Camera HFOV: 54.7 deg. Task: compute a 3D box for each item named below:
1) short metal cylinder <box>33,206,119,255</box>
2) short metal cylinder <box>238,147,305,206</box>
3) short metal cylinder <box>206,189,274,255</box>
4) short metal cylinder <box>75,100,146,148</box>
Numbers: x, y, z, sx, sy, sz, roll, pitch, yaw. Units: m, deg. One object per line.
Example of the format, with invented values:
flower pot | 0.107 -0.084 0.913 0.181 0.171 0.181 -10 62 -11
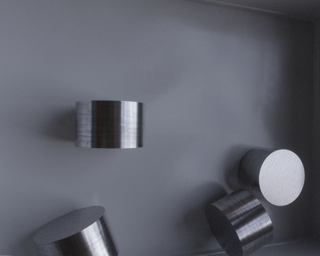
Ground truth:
short metal cylinder | -0.092 0.129 0.348 0.081 0.080 0.050 -20 97 -19
short metal cylinder | 0.164 0.070 0.460 0.081 0.050 0.079 0 90 -21
short metal cylinder | 0.107 0.131 0.423 0.050 0.080 0.080 -22 98 -19
short metal cylinder | -0.057 -0.004 0.361 0.081 0.080 0.050 1 90 -20
